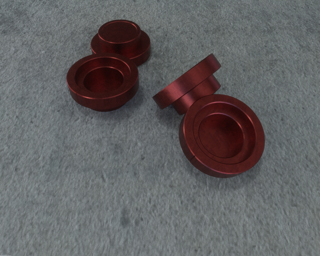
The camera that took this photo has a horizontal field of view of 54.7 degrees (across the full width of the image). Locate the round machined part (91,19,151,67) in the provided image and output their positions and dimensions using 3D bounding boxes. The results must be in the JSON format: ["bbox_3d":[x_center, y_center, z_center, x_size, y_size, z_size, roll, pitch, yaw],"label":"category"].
[{"bbox_3d":[-0.065,-0.143,0.511,0.099,0.042,0.098,0,50,0],"label":"round machined part"}]

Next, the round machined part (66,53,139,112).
[{"bbox_3d":[-0.079,-0.061,0.443,0.099,0.042,0.098,0,50,0],"label":"round machined part"}]

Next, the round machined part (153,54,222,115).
[{"bbox_3d":[0.042,-0.053,0.414,0.099,0.098,0.042,-39,96,-28],"label":"round machined part"}]

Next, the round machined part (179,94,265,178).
[{"bbox_3d":[0.070,0.012,0.370,0.099,0.042,0.098,5,67,-11],"label":"round machined part"}]
